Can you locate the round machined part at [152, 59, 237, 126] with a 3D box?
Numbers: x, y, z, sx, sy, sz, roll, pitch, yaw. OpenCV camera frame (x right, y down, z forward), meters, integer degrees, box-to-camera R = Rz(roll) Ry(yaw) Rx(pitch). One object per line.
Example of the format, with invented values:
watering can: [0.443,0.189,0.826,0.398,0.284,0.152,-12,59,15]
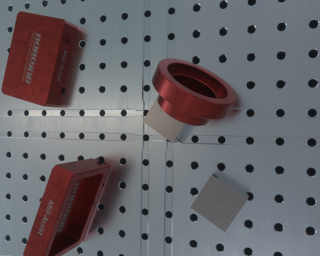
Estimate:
round machined part: [0.036,-0.039,0.365,0.098,0.099,0.042,36,122,16]

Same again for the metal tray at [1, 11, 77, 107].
metal tray: [-0.187,-0.105,0.476,0.090,0.030,0.129,16,95,19]

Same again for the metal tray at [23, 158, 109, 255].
metal tray: [-0.124,0.110,0.421,0.030,0.090,0.129,23,98,18]

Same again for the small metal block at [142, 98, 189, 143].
small metal block: [0.014,-0.015,0.408,0.050,0.025,0.050,36,101,16]

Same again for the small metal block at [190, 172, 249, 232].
small metal block: [0.075,0.091,0.386,0.050,0.025,0.050,34,101,17]
